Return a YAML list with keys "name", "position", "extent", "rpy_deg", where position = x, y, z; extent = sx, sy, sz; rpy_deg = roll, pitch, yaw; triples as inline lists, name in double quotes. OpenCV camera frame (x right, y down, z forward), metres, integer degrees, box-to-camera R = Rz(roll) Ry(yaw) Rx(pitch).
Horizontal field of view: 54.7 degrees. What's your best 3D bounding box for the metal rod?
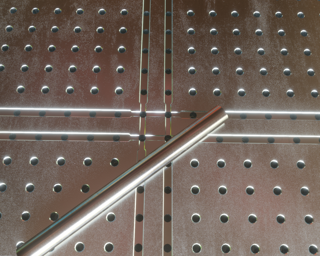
- name: "metal rod"
  position: [-0.037, 0.064, 0.387]
  extent: [0.301, 0.025, 0.025]
  rpy_deg: [-35, 74, -12]
